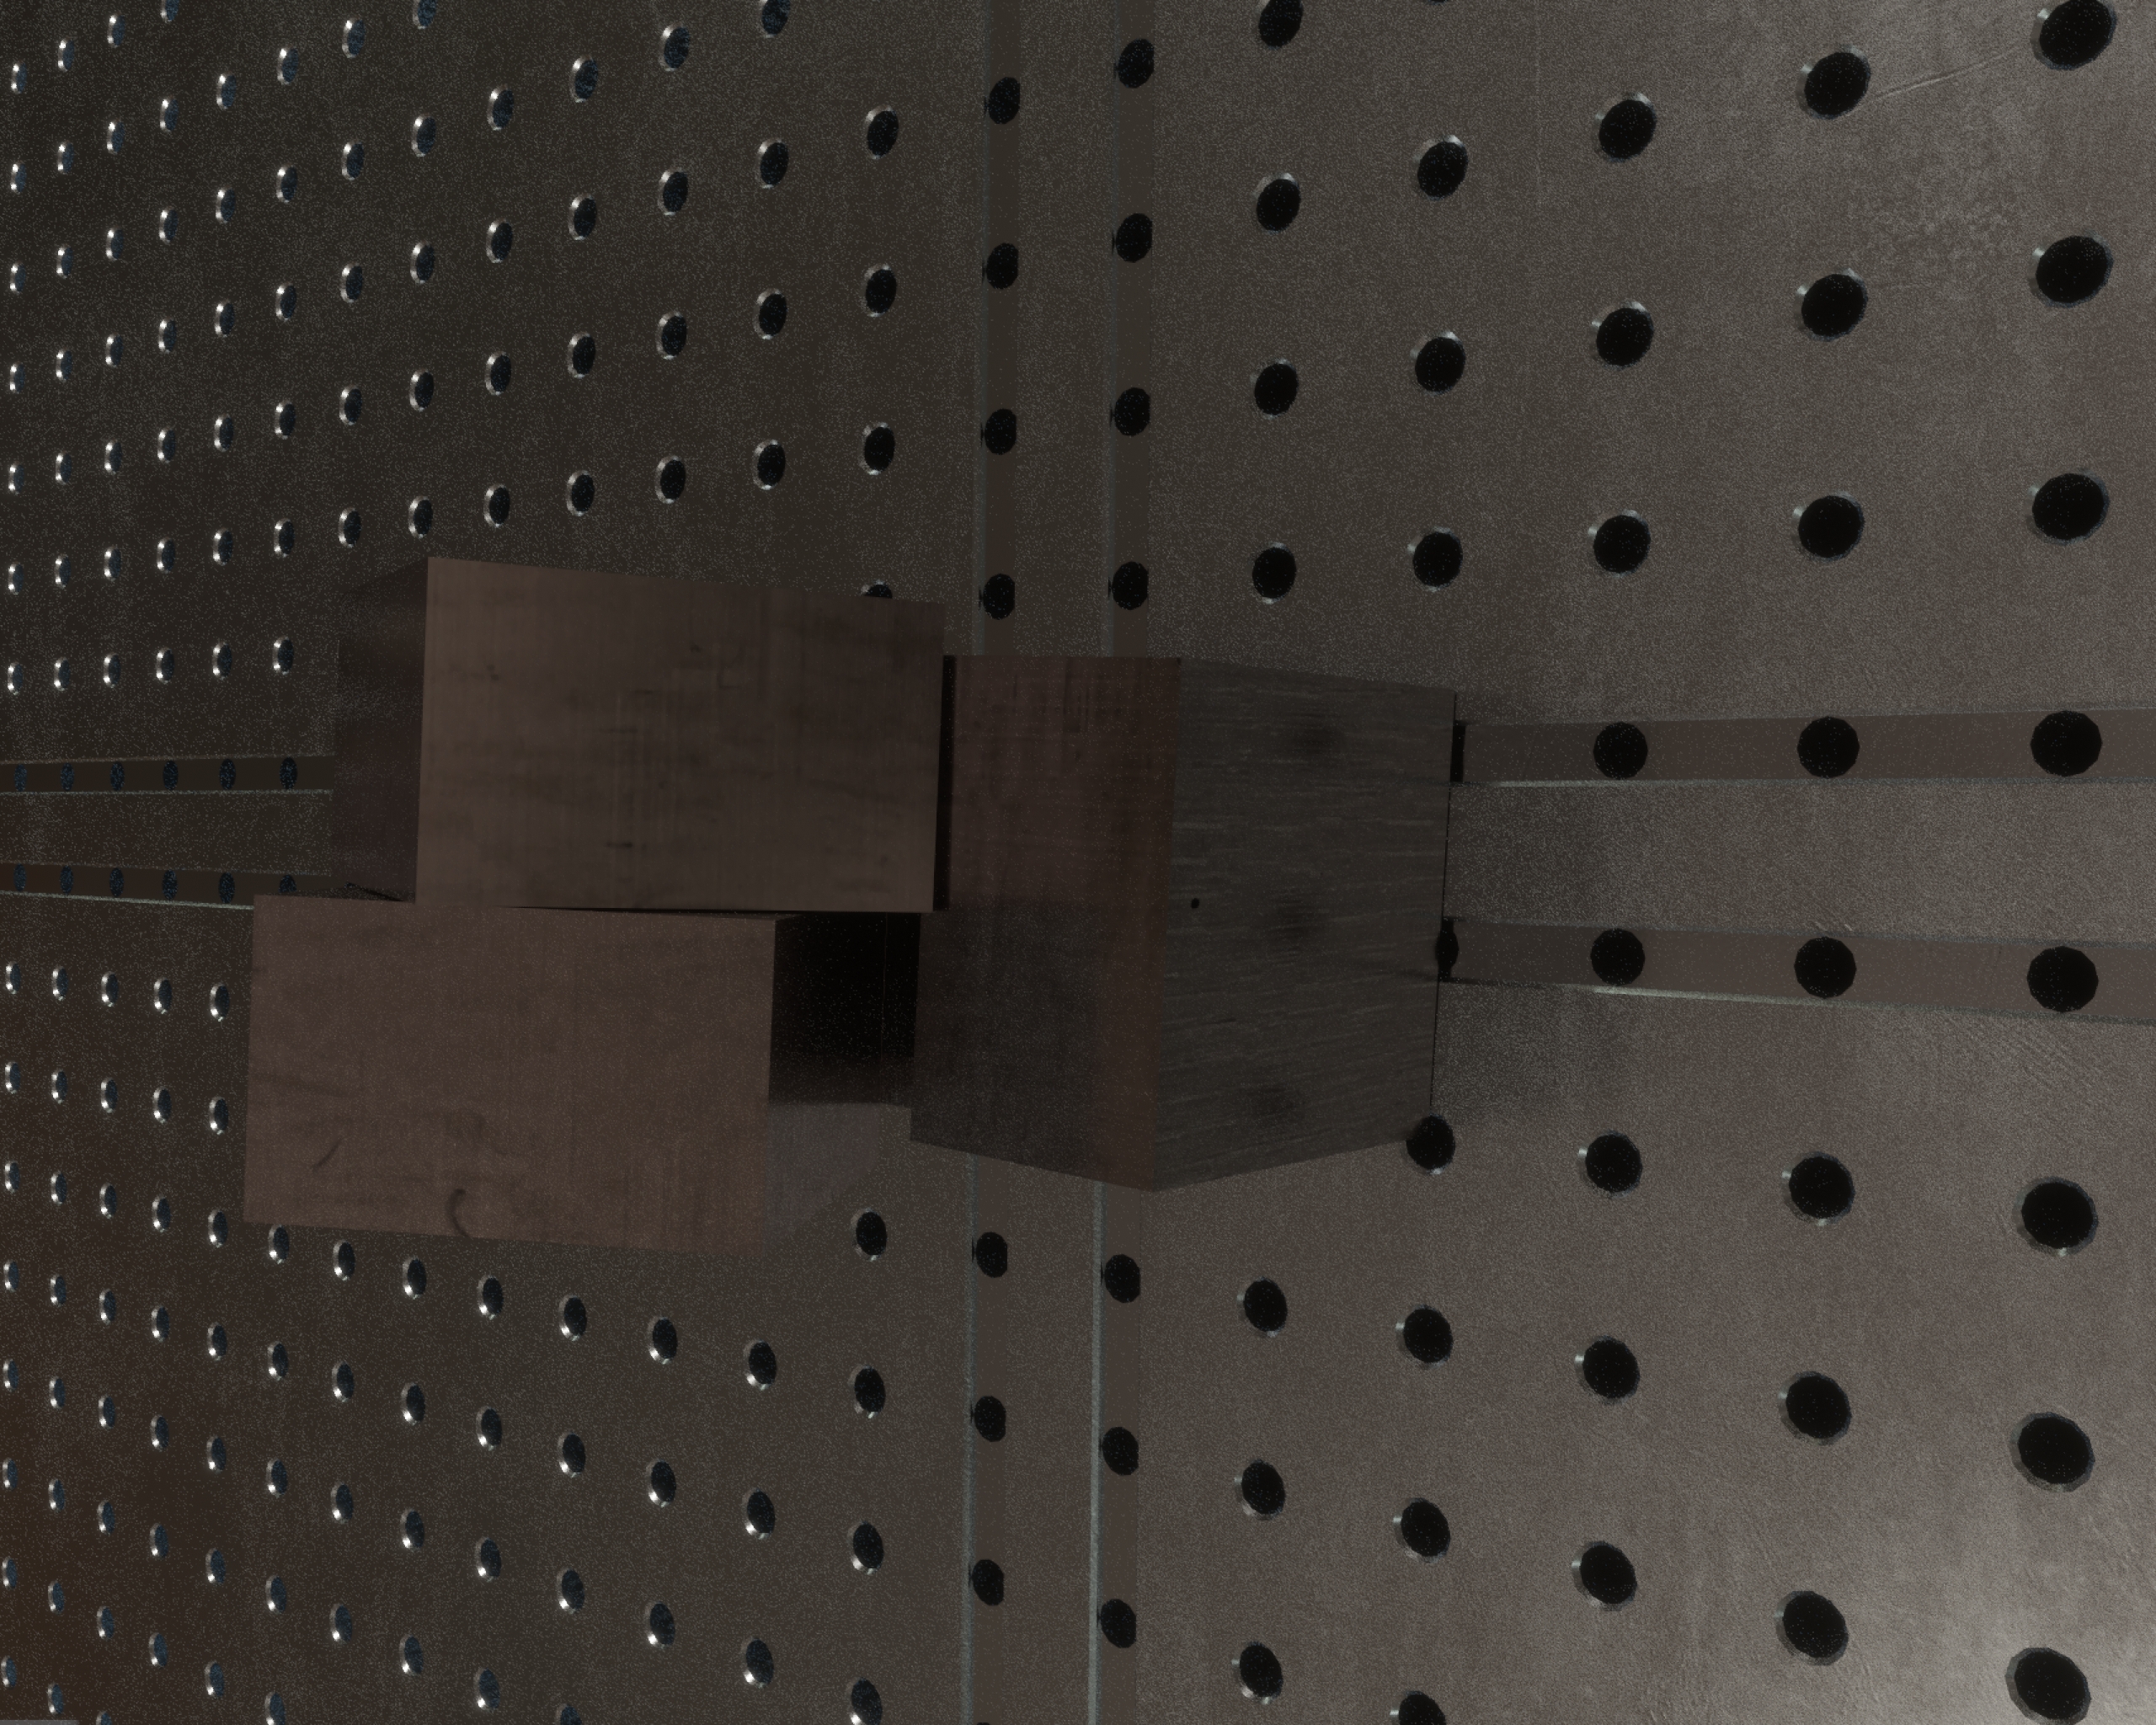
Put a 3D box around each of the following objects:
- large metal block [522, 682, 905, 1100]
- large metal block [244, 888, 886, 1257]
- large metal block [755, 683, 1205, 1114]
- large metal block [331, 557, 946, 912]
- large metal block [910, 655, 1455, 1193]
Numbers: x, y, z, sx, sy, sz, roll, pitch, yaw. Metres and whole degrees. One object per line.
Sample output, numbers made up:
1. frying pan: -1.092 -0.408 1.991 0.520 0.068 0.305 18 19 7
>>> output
1. large metal block: -0.082 0.004 0.439 0.050 0.081 0.079 3 92 40
2. large metal block: -0.081 0.030 0.351 0.080 0.080 0.050 3 92 6
3. large metal block: -0.022 0.004 0.406 0.080 0.050 0.079 4 92 39
4. large metal block: -0.077 -0.020 0.351 0.080 0.081 0.050 6 93 62
5. large metal block: 0.020 0.008 0.355 0.050 0.081 0.079 5 93 39
